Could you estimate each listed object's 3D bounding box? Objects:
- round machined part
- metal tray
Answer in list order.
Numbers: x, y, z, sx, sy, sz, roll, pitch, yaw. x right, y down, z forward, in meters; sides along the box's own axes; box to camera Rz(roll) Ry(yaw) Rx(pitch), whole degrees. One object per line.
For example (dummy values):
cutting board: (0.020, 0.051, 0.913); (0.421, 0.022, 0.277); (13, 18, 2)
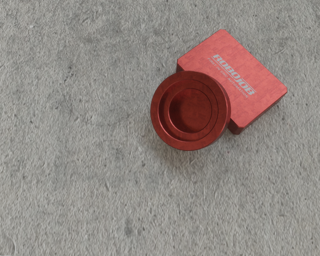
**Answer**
round machined part: (0.041, -0.021, 0.392); (0.098, 0.042, 0.097); (1, 91, 23)
metal tray: (0.096, -0.066, 0.431); (0.090, 0.030, 0.130); (-37, 75, -13)
